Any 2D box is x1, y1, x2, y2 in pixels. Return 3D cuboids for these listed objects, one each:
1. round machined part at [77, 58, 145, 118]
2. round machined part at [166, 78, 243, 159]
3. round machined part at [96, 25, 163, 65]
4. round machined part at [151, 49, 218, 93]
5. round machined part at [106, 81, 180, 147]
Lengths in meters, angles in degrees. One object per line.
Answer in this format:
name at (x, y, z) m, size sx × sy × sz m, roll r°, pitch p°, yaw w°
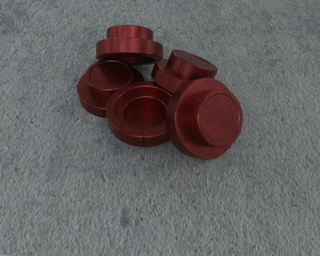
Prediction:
round machined part at (-0.070, -0.063, 0.448) m, size 0.099 × 0.042 × 0.098 m, roll 0°, pitch 50°, yaw 0°
round machined part at (0.059, -0.011, 0.368) m, size 0.099 × 0.098 × 0.042 m, roll -36°, pitch 18°, yaw -26°
round machined part at (-0.044, -0.122, 0.458) m, size 0.099 × 0.098 × 0.042 m, roll 1°, pitch 92°, yaw 0°
round machined part at (0.041, -0.076, 0.430) m, size 0.099 × 0.042 × 0.098 m, roll 19°, pitch 25°, yaw -9°
round machined part at (-0.018, -0.014, 0.405) m, size 0.099 × 0.042 × 0.098 m, roll 0°, pitch 50°, yaw 0°
